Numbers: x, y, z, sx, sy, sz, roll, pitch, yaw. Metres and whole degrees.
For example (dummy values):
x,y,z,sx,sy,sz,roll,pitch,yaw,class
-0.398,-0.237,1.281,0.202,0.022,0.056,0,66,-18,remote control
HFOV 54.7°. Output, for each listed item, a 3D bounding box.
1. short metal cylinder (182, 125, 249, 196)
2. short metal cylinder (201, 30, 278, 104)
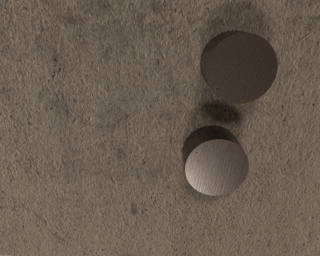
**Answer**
x,y,z,sx,sy,sz,roll,pitch,yaw,class
0.072,0.042,0.413,0.081,0.050,0.079,0,110,-1,short metal cylinder
0.092,-0.074,0.371,0.081,0.050,0.079,0,110,-1,short metal cylinder
